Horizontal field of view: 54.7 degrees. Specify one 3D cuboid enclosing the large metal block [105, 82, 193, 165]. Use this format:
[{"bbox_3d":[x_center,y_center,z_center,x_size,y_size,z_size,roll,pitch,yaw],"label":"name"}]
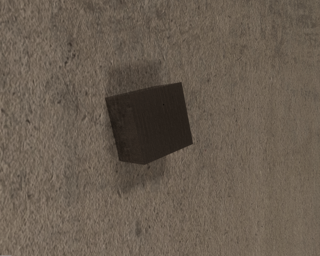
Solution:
[{"bbox_3d":[-0.012,-0.008,0.381,0.081,0.050,0.079,-19,103,-39],"label":"large metal block"}]
